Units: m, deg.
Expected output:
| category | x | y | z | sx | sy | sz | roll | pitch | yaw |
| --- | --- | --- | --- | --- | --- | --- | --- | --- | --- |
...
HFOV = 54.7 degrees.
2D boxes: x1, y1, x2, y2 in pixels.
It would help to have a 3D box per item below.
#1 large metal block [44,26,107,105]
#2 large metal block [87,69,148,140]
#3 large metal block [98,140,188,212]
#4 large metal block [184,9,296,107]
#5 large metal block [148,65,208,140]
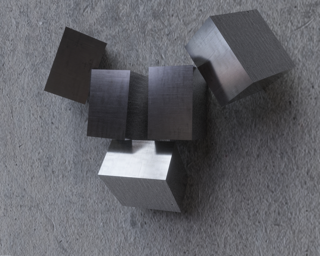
| category | x | y | z | sx | sy | sz | roll | pitch | yaw |
| --- | --- | --- | --- | --- | --- | --- | --- | --- | --- |
| large metal block | -0.111 | -0.083 | 0.409 | 0.050 | 0.080 | 0.080 | 19 | 98 | -18 |
| large metal block | -0.047 | -0.028 | 0.397 | 0.050 | 0.080 | 0.079 | 5 | 92 | 19 |
| large metal block | -0.016 | 0.059 | 0.379 | 0.080 | 0.080 | 0.050 | 1 | 51 | 20 |
| large metal block | 0.088 | -0.079 | 0.343 | 0.080 | 0.081 | 0.050 | 61 | 144 | 10 |
| large metal block | 0.024 | -0.027 | 0.372 | 0.050 | 0.080 | 0.079 | 1 | 90 | 20 |
